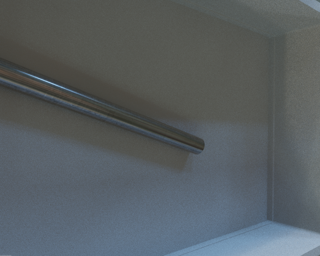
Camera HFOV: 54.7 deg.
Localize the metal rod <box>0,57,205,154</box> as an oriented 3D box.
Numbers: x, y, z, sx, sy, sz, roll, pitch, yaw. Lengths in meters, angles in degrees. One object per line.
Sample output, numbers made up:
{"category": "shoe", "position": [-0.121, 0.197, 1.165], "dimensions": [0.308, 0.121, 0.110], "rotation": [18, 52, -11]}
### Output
{"category": "metal rod", "position": [-0.054, -0.016, 0.362], "dimensions": [0.302, 0.025, 0.025], "rotation": [21, 77, -38]}
